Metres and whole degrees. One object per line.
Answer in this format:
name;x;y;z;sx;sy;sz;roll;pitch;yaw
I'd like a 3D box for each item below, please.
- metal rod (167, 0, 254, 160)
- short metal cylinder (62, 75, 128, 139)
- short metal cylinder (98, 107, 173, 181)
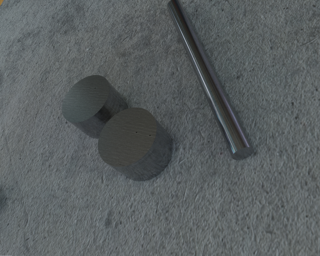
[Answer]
metal rod;0.057;-0.088;0.427;0.025;0.025;0.299;-25;53;12
short metal cylinder;-0.095;-0.031;0.457;0.080;0.050;0.080;-13;56;21
short metal cylinder;-0.030;0.021;0.391;0.080;0.050;0.080;-13;56;21
